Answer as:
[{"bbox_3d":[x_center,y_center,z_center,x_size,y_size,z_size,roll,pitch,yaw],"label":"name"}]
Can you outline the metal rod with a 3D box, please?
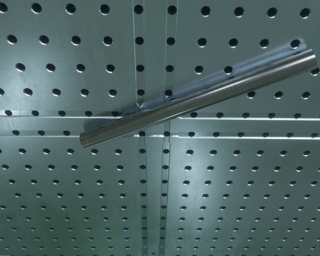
[{"bbox_3d":[0.034,-0.030,0.386,0.301,0.025,0.025,-19,128,15],"label":"metal rod"}]
